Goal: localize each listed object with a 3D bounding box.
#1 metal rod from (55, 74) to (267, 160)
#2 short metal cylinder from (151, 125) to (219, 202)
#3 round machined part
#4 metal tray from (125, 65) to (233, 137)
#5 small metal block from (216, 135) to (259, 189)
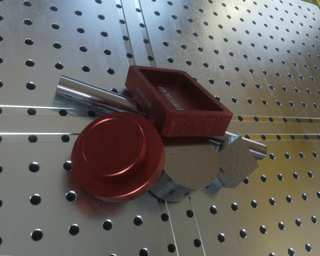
[{"bbox_3d":[0.015,-0.008,0.417,0.302,0.025,0.025,18,55,-18],"label":"metal rod"},{"bbox_3d":[0.023,0.043,0.374,0.081,0.050,0.080,14,56,-21],"label":"short metal cylinder"},{"bbox_3d":[-0.046,0.024,0.323,0.099,0.042,0.098,-4,62,7],"label":"round machined part"},{"bbox_3d":[0.019,-0.038,0.396,0.091,0.030,0.130,0,33,-29],"label":"metal tray"},{"bbox_3d":[0.096,0.045,0.414,0.050,0.025,0.050,-35,97,-22],"label":"small metal block"}]
